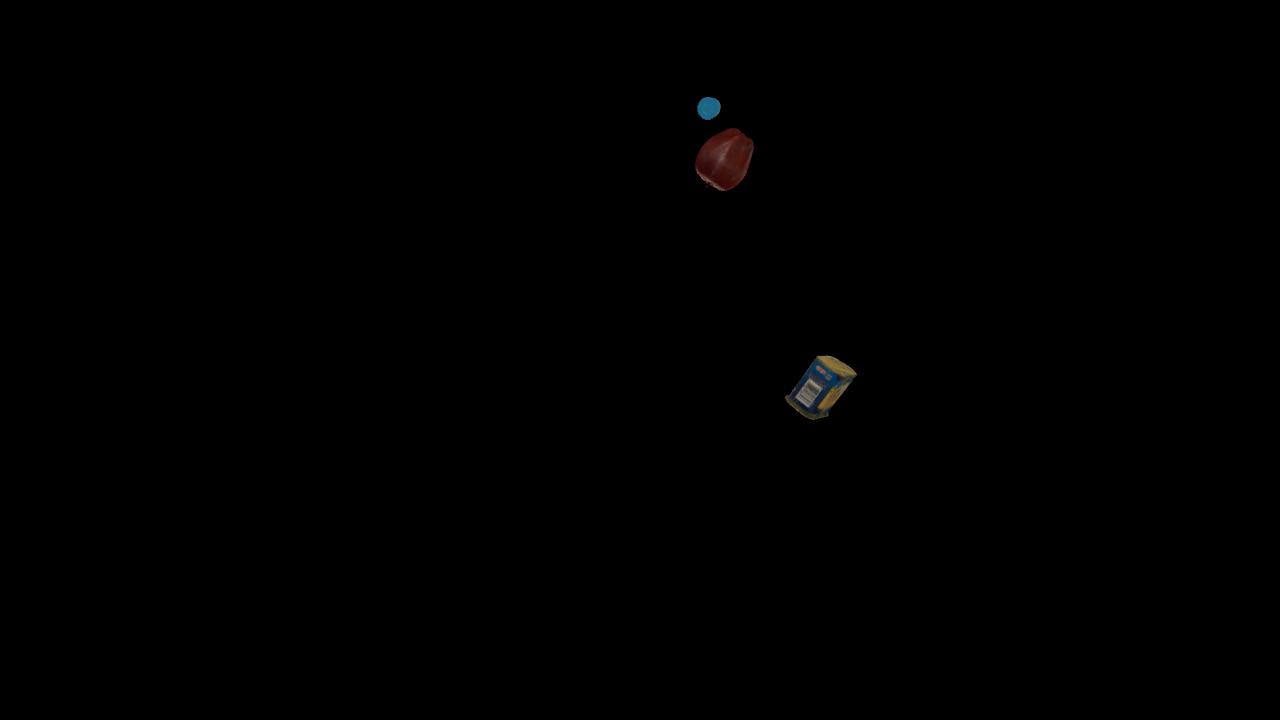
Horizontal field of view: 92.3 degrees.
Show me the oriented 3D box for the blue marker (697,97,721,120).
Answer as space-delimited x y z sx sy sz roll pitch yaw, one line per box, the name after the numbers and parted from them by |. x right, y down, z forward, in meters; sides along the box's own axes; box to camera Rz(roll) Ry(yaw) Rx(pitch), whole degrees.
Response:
0.068 -0.244 0.596 0.020 0.020 0.121 0 23 9 | blue marker

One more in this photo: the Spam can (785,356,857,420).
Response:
0.288 0.042 0.971 0.058 0.085 0.101 42 23 26 | Spam can

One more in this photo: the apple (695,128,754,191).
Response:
0.127 -0.300 0.926 0.079 0.093 0.079 34 18 -13 | apple
